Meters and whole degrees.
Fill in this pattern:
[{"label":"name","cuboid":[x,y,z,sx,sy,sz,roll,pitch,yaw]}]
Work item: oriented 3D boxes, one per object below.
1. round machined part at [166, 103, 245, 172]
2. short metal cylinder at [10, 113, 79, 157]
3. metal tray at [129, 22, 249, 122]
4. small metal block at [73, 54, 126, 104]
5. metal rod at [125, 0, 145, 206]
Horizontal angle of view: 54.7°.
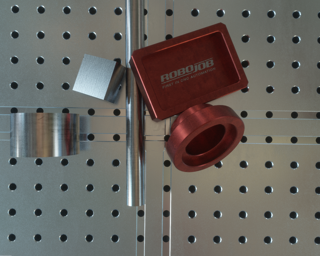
[{"label":"round machined part","cuboid":[0.052,0.008,0.388,0.098,0.098,0.042,-31,53,0]},{"label":"short metal cylinder","cuboid":[-0.141,0.008,0.384,0.081,0.080,0.050,0,90,-1]},{"label":"metal tray","cuboid":[0.037,-0.071,0.397,0.131,0.030,0.090,-22,90,-13]},{"label":"small metal block","cuboid":[-0.079,-0.064,0.403,0.050,0.025,0.050,18,90,23]},{"label":"metal rod","cuboid":[-0.033,-0.048,0.412,0.025,0.025,0.298,0,90,-1]}]
